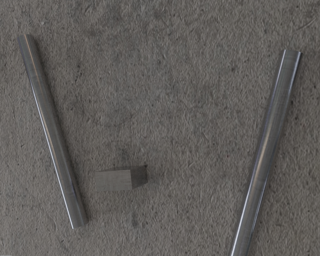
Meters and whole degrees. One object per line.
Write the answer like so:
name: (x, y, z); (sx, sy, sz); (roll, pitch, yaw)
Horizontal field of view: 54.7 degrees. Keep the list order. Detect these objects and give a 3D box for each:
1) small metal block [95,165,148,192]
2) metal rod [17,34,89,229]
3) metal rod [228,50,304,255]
small metal block: (-0.050, 0.066, 0.413); (0.050, 0.050, 0.025); (-7, 88, 20)
metal rod: (-0.163, 0.001, 0.466); (0.025, 0.025, 0.299); (-21, 83, 19)
metal rod: (0.118, 0.058, 0.367); (0.025, 0.025, 0.298); (15, 95, 19)
